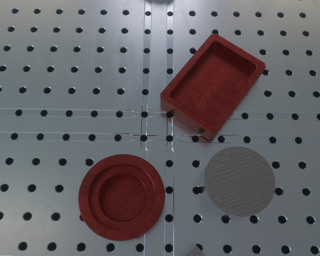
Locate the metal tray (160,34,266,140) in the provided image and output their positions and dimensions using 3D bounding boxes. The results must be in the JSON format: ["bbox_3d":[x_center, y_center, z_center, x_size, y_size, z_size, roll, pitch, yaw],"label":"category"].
[{"bbox_3d":[0.073,-0.060,0.431,0.090,0.030,0.130,36,74,12],"label":"metal tray"}]

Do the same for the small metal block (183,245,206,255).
[{"bbox_3d":[0.039,0.170,0.350,0.050,0.025,0.050,-39,75,-13],"label":"small metal block"}]

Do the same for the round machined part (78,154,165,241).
[{"bbox_3d":[-0.044,0.084,0.372,0.099,0.042,0.098,0,70,0],"label":"round machined part"}]

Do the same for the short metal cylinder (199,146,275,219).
[{"bbox_3d":[0.090,0.068,0.375,0.081,0.050,0.080,0,70,0],"label":"short metal cylinder"}]
